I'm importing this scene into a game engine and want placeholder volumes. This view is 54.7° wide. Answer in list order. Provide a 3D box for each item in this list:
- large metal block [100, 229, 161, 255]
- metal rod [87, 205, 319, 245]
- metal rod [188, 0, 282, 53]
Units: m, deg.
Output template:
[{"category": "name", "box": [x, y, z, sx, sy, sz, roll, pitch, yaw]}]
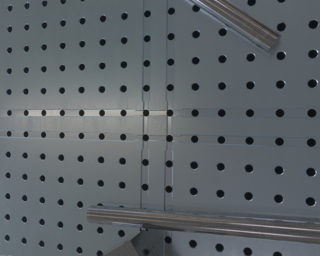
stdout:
[{"category": "large metal block", "box": [-0.039, 0.195, 0.413, 0.080, 0.050, 0.080, -35, 79, 16]}, {"category": "metal rod", "box": [0.043, 0.121, 0.397, 0.301, 0.025, 0.025, -1, 90, 19]}, {"category": "metal rod", "box": [0.024, -0.191, 0.404, 0.300, 0.025, 0.025, 40, 103, 15]}]
